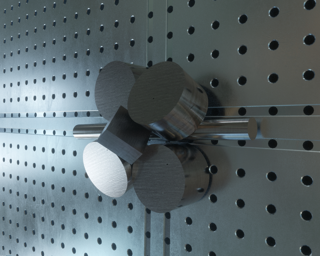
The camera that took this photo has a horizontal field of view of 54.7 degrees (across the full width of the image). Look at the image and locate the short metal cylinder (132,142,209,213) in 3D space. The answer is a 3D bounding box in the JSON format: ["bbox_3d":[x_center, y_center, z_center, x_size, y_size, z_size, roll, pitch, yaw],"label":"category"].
[{"bbox_3d":[0.012,0.058,0.378,0.080,0.050,0.079,0,90,40],"label":"short metal cylinder"}]

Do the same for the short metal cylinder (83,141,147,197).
[{"bbox_3d":[-0.058,0.046,0.420,0.080,0.050,0.079,17,120,32],"label":"short metal cylinder"}]

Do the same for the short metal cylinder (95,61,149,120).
[{"bbox_3d":[-0.044,-0.048,0.424,0.080,0.050,0.079,0,90,40],"label":"short metal cylinder"}]

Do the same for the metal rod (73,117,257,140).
[{"bbox_3d":[-0.019,0.004,0.419,0.300,0.025,0.025,-1,89,40],"label":"metal rod"}]

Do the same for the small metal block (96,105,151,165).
[{"bbox_3d":[-0.041,0.008,0.376,0.050,0.050,0.025,36,128,-12],"label":"small metal block"}]

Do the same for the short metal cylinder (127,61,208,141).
[{"bbox_3d":[0.009,-0.031,0.364,0.080,0.050,0.080,-20,55,31],"label":"short metal cylinder"}]
